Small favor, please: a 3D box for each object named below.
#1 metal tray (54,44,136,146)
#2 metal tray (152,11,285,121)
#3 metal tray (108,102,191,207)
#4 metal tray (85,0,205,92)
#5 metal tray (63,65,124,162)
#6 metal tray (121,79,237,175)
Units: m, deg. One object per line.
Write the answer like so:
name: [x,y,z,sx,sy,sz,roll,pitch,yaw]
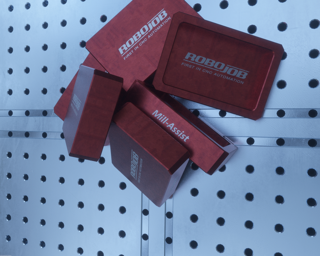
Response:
metal tray: [-0.081,-0.048,0.439,0.090,0.030,0.130,40,103,14]
metal tray: [0.065,-0.070,0.361,0.131,0.030,0.090,17,96,-4]
metal tray: [-0.018,0.037,0.368,0.090,0.129,0.030,40,64,15]
metal tray: [-0.017,-0.114,0.397,0.130,0.030,0.090,-42,80,0]
metal tray: [-0.084,-0.024,0.362,0.030,0.130,0.090,16,97,-23]
metal tray: [0.026,-0.003,0.368,0.130,0.090,0.030,40,103,15]
